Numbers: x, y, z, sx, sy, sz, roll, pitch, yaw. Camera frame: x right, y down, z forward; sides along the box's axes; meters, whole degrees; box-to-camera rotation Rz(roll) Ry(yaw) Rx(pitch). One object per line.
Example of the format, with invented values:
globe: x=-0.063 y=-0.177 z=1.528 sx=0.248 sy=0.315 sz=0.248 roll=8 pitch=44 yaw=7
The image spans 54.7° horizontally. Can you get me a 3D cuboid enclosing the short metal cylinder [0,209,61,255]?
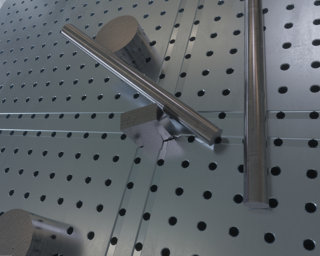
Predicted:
short metal cylinder: x=-0.175 y=0.149 z=0.393 sx=0.080 sy=0.050 sz=0.080 roll=-13 pitch=56 yaw=21

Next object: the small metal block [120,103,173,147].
small metal block: x=-0.017 y=-0.003 z=0.403 sx=0.050 sy=0.050 sz=0.025 roll=-16 pitch=56 yaw=19

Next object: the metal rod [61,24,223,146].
metal rod: x=-0.040 y=-0.072 z=0.432 sx=0.300 sy=0.025 sz=0.025 roll=38 pitch=83 yaw=25

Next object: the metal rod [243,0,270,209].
metal rod: x=0.116 y=-0.053 z=0.380 sx=0.025 sy=0.025 sz=0.299 roll=-6 pitch=59 yaw=25

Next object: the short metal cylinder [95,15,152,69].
short metal cylinder: x=-0.060 y=-0.136 z=0.507 sx=0.080 sy=0.050 sz=0.080 roll=-13 pitch=56 yaw=21
